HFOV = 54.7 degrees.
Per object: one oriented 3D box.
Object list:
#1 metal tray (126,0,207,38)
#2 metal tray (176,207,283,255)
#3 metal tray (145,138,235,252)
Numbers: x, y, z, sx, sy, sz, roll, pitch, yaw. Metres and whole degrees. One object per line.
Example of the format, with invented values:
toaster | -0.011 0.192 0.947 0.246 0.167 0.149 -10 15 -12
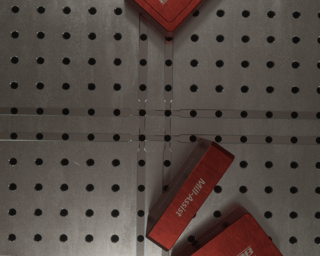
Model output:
metal tray | 0.024 -0.198 0.411 0.090 0.030 0.130 43 90 -1
metal tray | 0.089 0.181 0.412 0.130 0.030 0.090 -37 90 -1
metal tray | 0.033 0.075 0.381 0.030 0.090 0.130 35 90 0
